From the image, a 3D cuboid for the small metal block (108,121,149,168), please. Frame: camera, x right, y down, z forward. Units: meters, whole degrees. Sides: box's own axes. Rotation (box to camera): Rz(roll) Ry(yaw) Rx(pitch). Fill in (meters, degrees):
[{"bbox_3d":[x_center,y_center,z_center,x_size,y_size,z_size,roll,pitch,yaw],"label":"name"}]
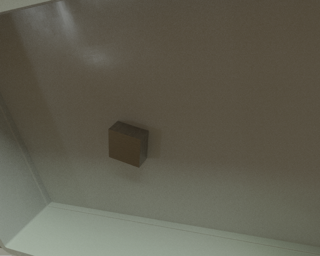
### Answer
[{"bbox_3d":[-0.045,0.023,0.445,0.050,0.025,0.050,17,125,18],"label":"small metal block"}]
